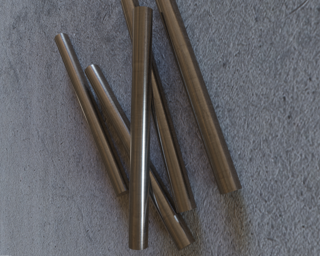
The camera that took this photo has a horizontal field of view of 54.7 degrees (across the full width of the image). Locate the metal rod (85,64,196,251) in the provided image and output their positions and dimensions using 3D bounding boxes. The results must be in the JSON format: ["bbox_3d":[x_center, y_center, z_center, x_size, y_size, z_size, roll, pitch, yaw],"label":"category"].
[{"bbox_3d":[-0.038,0.026,0.436,0.025,0.025,0.299,-45,63,31],"label":"metal rod"}]

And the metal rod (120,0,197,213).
[{"bbox_3d":[-0.006,-0.041,0.409,0.025,0.025,0.299,-25,75,37],"label":"metal rod"}]

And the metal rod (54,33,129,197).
[{"bbox_3d":[-0.113,-0.033,0.498,0.025,0.025,0.299,-39,66,33],"label":"metal rod"}]

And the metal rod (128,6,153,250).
[{"bbox_3d":[-0.025,0.001,0.391,0.025,0.025,0.298,2,91,40],"label":"metal rod"}]

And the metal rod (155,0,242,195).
[{"bbox_3d":[0.036,-0.069,0.375,0.025,0.025,0.299,-27,73,37],"label":"metal rod"}]
